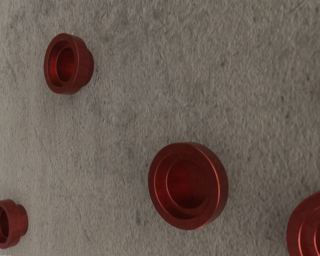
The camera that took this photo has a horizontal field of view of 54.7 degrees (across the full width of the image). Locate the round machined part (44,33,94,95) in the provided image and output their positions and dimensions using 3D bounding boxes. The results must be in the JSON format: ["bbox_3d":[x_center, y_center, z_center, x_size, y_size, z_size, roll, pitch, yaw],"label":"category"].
[{"bbox_3d":[-0.147,-0.103,0.512,0.098,0.042,0.097,0,90,39],"label":"round machined part"}]

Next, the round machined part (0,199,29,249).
[{"bbox_3d":[-0.312,0.197,0.647,0.098,0.042,0.097,0,90,39],"label":"round machined part"}]

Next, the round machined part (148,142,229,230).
[{"bbox_3d":[0.036,0.065,0.363,0.098,0.042,0.097,0,90,39],"label":"round machined part"}]

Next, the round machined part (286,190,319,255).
[{"bbox_3d":[0.163,0.096,0.259,0.098,0.042,0.097,0,90,39],"label":"round machined part"}]
